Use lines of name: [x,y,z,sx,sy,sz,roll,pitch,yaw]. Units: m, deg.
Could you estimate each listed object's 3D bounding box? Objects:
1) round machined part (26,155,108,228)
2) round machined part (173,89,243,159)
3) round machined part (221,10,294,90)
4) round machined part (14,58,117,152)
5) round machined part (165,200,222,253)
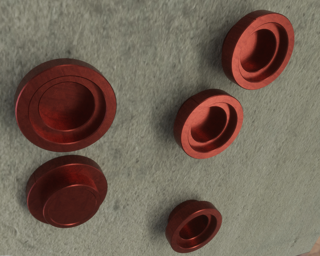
round machined part: [-0.113,0.086,0.388,0.099,0.042,0.097,-14,125,-21]
round machined part: [0.062,-0.009,0.426,0.099,0.042,0.097,-14,125,-21]
round machined part: [0.120,-0.102,0.400,0.099,0.042,0.097,-14,125,-21]
round machined part: [-0.099,-0.026,0.326,0.099,0.042,0.097,-14,125,-21]
round machined part: [0.053,0.161,0.527,0.099,0.042,0.097,-14,125,-21]
